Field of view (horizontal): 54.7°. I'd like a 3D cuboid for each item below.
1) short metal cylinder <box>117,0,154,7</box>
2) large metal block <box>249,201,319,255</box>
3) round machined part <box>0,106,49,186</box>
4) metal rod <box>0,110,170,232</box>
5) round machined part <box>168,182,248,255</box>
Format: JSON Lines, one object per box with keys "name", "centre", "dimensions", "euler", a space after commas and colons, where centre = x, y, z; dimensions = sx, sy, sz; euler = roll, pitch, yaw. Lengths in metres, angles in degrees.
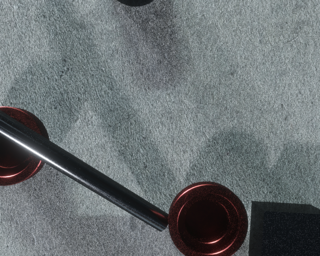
{"name": "short metal cylinder", "centre": [-0.033, -0.205, 0.397], "dimensions": [0.081, 0.050, 0.079], "euler": [0, 90, 0]}
{"name": "large metal block", "centre": [0.163, 0.142, 0.399], "dimensions": [0.081, 0.050, 0.080], "euler": [3, 90, 0]}
{"name": "round machined part", "centre": [-0.191, 0.022, 0.400], "dimensions": [0.099, 0.042, 0.097], "euler": [0, 90, 0]}
{"name": "metal rod", "centre": [-0.114, 0.042, 0.375], "dimensions": [0.301, 0.025, 0.025], "euler": [35, 90, -14]}
{"name": "round machined part", "centre": [0.060, 0.118, 0.402], "dimensions": [0.099, 0.042, 0.097], "euler": [0, 90, 0]}
